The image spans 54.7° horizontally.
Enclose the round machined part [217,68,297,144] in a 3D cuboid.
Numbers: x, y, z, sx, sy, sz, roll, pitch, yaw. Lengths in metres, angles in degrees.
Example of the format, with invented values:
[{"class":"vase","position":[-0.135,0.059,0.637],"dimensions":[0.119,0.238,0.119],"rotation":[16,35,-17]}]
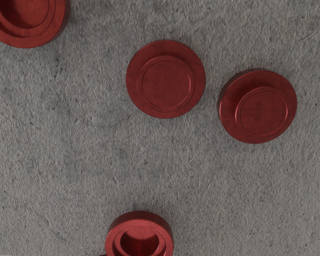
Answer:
[{"class":"round machined part","position":[0.125,-0.024,0.393],"dimensions":[0.099,0.042,0.097],"rotation":[0,110,0]}]

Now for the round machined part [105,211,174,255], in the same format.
[{"class":"round machined part","position":[-0.030,0.163,0.461],"dimensions":[0.099,0.042,0.097],"rotation":[0,110,0]}]

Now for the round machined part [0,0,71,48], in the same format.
[{"class":"round machined part","position":[-0.149,-0.141,0.347],"dimensions":[0.099,0.042,0.097],"rotation":[0,110,0]}]

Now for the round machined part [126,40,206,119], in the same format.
[{"class":"round machined part","position":[0.007,-0.057,0.380],"dimensions":[0.099,0.042,0.097],"rotation":[0,110,0]}]
